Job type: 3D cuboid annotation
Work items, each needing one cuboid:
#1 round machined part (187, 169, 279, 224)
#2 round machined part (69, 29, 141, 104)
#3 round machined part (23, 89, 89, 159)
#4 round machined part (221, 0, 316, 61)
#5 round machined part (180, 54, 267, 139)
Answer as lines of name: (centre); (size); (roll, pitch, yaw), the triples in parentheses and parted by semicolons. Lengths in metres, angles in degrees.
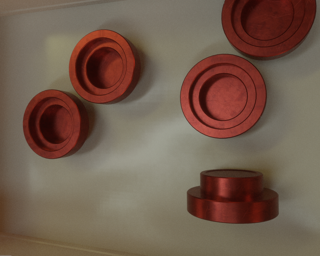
round machined part: (0.079, 0.070, 0.344); (0.098, 0.098, 0.042); (-1, 90, 19)
round machined part: (-0.071, -0.081, 0.425); (0.098, 0.042, 0.097); (0, 90, 19)
round machined part: (-0.146, -0.005, 0.451); (0.098, 0.042, 0.097); (0, 90, 19)
round machined part: (0.124, -0.127, 0.358); (0.098, 0.042, 0.097); (0, 90, 19)
round machined part: (0.077, -0.036, 0.374); (0.098, 0.042, 0.097); (0, 90, 19)
